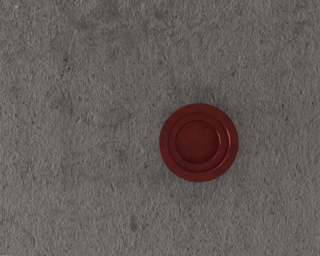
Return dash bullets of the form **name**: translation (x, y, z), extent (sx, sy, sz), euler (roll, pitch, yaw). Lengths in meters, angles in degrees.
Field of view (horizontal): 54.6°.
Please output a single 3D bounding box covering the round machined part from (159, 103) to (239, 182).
- **round machined part**: translation (0.048, 0.018, 0.402), extent (0.099, 0.042, 0.097), euler (0, 90, 0)
